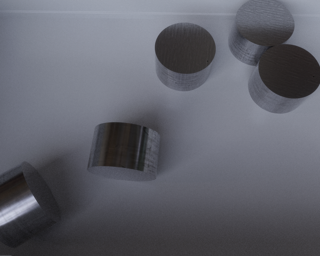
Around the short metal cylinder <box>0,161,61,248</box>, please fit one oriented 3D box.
[{"bbox_3d":[-0.156,0.085,0.348,0.050,0.080,0.080,-30,73,-10],"label":"short metal cylinder"}]

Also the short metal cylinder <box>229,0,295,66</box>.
[{"bbox_3d":[0.144,-0.137,0.447,0.081,0.050,0.080,0,70,0],"label":"short metal cylinder"}]

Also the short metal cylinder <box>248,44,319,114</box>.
[{"bbox_3d":[0.167,-0.066,0.421,0.081,0.050,0.080,0,70,0],"label":"short metal cylinder"}]

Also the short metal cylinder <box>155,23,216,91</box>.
[{"bbox_3d":[0.033,-0.098,0.432,0.081,0.050,0.080,0,70,0],"label":"short metal cylinder"}]

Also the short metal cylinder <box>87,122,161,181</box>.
[{"bbox_3d":[-0.042,0.031,0.369,0.080,0.080,0.050,6,70,2],"label":"short metal cylinder"}]
